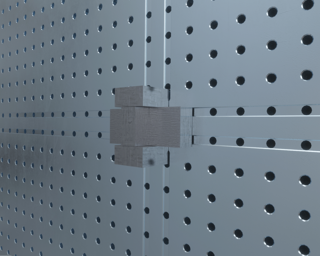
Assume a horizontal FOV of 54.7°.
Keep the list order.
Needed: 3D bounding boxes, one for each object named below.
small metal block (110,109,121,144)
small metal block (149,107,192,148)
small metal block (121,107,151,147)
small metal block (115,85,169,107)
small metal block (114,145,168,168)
[{"bbox_3d":[-0.045,-0.002,0.444,0.050,0.025,0.050,1,91,39],"label":"small metal block"},{"bbox_3d":[0.013,-0.002,0.396,0.050,0.025,0.050,2,91,39],"label":"small metal block"},{"bbox_3d":[-0.024,-0.002,0.410,0.025,0.050,0.050,1,91,40],"label":"small metal block"},{"bbox_3d":[-0.024,-0.040,0.410,0.050,0.050,0.025,1,91,39],"label":"small metal block"},{"bbox_3d":[-0.024,0.035,0.411,0.050,0.050,0.025,1,91,39],"label":"small metal block"}]
